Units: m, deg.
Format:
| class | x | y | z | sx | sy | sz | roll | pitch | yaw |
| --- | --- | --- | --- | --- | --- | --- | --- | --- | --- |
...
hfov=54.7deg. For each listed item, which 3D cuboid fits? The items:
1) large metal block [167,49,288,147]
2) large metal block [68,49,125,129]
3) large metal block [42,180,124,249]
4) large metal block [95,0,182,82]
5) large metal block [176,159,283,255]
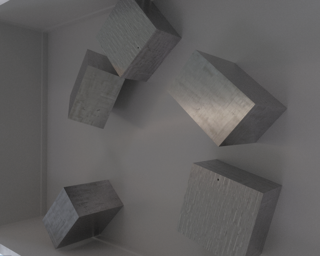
| class | x | y | z | sx | sy | sz | roll | pitch | yaw |
| --- | --- | --- | --- | --- | --- | --- | --- | --- | --- |
| large metal block | 0.069 | -0.029 | 0.314 | 0.080 | 0.081 | 0.050 | 50 | 120 | 28 |
| large metal block | -0.093 | -0.058 | 0.445 | 0.079 | 0.050 | 0.080 | -63 | 24 | 21 |
| large metal block | -0.116 | 0.128 | 0.467 | 0.050 | 0.081 | 0.080 | 52 | 120 | 27 |
| large metal block | -0.031 | -0.121 | 0.417 | 0.080 | 0.050 | 0.080 | -47 | 62 | 29 |
| large metal block | 0.072 | 0.086 | 0.331 | 0.080 | 0.050 | 0.079 | 21 | 103 | 38 |
